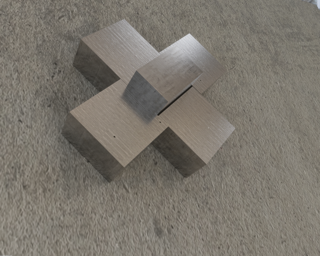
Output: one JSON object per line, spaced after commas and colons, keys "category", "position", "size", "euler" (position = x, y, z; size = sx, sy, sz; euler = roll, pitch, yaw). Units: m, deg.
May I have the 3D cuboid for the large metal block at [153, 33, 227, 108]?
{"category": "large metal block", "position": [0.039, -0.083, 0.462], "size": [0.080, 0.050, 0.080], "euler": [45, 51, 3]}

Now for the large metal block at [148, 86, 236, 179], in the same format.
{"category": "large metal block", "position": [0.039, 0.005, 0.408], "size": [0.080, 0.050, 0.080], "euler": [45, 51, 3]}

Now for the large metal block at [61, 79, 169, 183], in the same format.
{"category": "large metal block", "position": [-0.052, 0.002, 0.360], "size": [0.080, 0.050, 0.080], "euler": [45, 51, 3]}

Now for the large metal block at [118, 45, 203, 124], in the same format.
{"category": "large metal block", "position": [-0.002, -0.049, 0.400], "size": [0.050, 0.080, 0.080], "euler": [45, 51, 3]}

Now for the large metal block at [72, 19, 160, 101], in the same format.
{"category": "large metal block", "position": [-0.054, -0.088, 0.414], "size": [0.080, 0.050, 0.080], "euler": [45, 51, 3]}
